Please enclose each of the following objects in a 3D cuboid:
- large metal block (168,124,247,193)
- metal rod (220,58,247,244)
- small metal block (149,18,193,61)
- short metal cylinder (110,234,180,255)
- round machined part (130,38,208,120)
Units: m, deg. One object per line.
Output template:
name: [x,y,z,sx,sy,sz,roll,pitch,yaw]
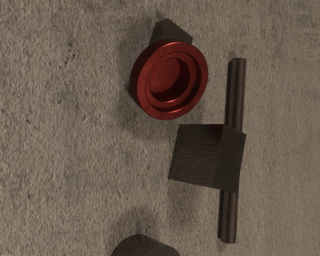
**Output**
large metal block: [0.064,0.040,0.425,0.050,0.080,0.080,20,77,-39]
metal rod: [0.121,0.034,0.508,0.025,0.025,0.298,7,86,-40]
small metal block: [0.014,-0.110,0.418,0.050,0.025,0.050,25,74,-38]
short metal cylinder: [-0.018,0.176,0.376,0.081,0.050,0.079,0,90,-40]
round machined part: [0.008,-0.062,0.385,0.099,0.042,0.097,-14,122,-23]
